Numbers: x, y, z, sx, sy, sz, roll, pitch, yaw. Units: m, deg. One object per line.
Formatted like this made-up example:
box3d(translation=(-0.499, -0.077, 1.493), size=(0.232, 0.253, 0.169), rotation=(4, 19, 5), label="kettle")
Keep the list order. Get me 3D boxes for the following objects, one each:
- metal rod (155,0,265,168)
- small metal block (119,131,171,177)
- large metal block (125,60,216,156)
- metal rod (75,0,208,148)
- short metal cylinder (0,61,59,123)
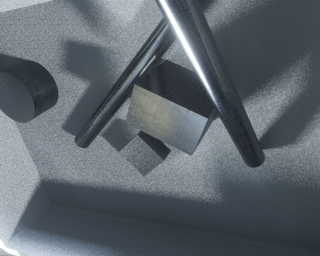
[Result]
box3d(translation=(0.047, -0.042, 0.265), size=(0.025, 0.025, 0.300), rotation=(-4, 146, 30), label="metal rod")
box3d(translation=(-0.022, 0.034, 0.439), size=(0.050, 0.025, 0.050), rotation=(44, 129, -3), label="small metal block")
box3d(translation=(0.020, -0.026, 0.345), size=(0.080, 0.080, 0.050), rotation=(26, 128, 11), label="large metal block")
box3d(translation=(-0.038, -0.060, 0.389), size=(0.025, 0.025, 0.299), rotation=(44, 129, -3), label="metal rod")
box3d(translation=(-0.201, -0.054, 0.462), size=(0.080, 0.050, 0.079), rotation=(13, 124, 20), label="short metal cylinder")
